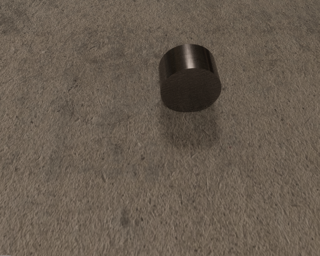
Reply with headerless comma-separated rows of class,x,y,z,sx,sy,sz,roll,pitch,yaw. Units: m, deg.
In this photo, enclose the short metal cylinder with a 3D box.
short metal cylinder,0.040,-0.067,0.424,0.081,0.080,0.050,-2,50,-2
